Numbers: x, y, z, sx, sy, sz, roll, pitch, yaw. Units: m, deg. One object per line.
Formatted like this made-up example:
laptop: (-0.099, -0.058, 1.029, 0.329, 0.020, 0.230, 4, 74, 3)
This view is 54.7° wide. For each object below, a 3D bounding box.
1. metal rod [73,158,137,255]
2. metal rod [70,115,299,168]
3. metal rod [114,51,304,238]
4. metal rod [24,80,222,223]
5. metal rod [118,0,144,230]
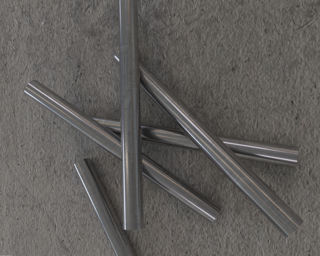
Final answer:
metal rod: (-0.045, 0.179, 0.424, 0.025, 0.025, 0.299, -31, 80, 17)
metal rod: (0.016, 0.012, 0.403, 0.301, 0.025, 0.025, 9, 93, 19)
metal rod: (0.041, 0.001, 0.370, 0.025, 0.025, 0.300, -49, 66, 13)
metal rod: (-0.054, 0.026, 0.407, 0.301, 0.025, 0.025, 33, 101, 8)
metal rod: (-0.037, -0.030, 0.384, 0.025, 0.025, 0.298, -4, 84, 20)
